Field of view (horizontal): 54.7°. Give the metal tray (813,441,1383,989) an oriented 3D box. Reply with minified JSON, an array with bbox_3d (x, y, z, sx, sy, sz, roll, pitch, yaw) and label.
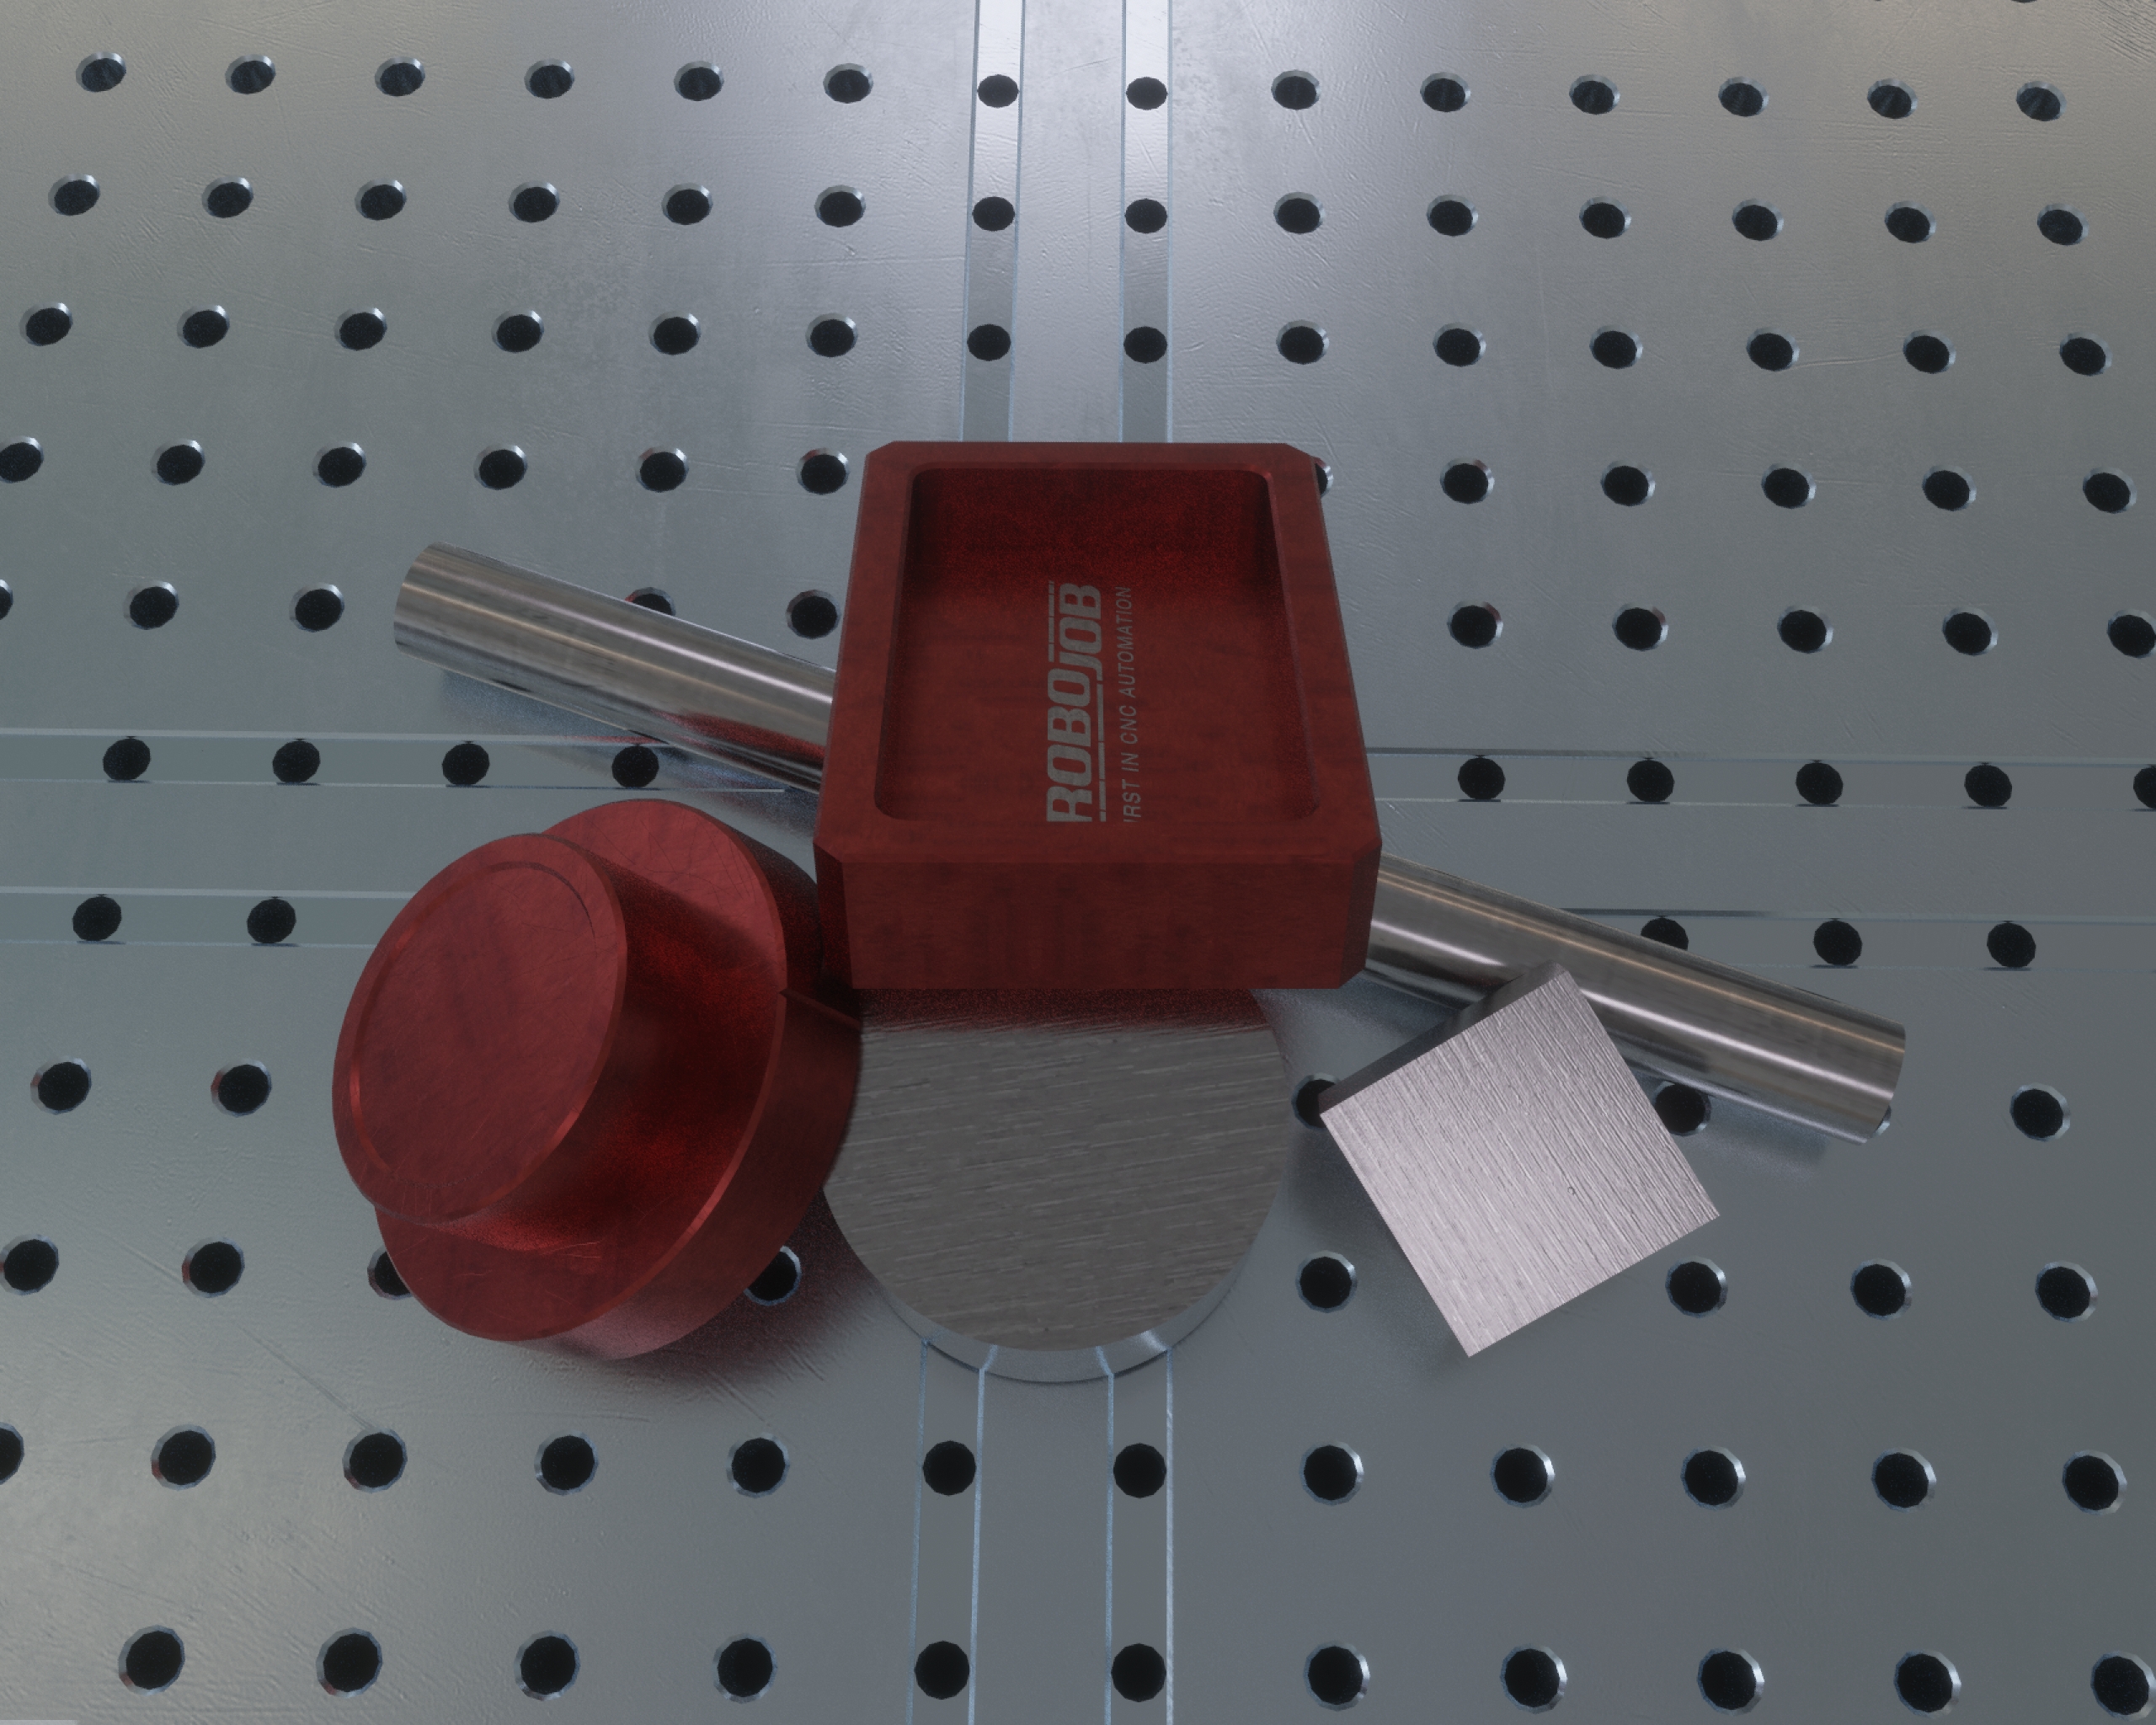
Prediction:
[{"bbox_3d":[0.003,-0.032,0.386,0.091,0.030,0.130,0,41,-1],"label":"metal tray"}]

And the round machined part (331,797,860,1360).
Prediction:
[{"bbox_3d":[-0.089,0.033,0.361,0.098,0.042,0.098,-15,61,29],"label":"round machined part"}]

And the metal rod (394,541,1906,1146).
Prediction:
[{"bbox_3d":[0.009,-0.006,0.410,0.301,0.025,0.025,19,71,6],"label":"metal rod"}]

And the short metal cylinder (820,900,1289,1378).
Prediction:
[{"bbox_3d":[-0.004,0.050,0.376,0.081,0.050,0.080,0,70,0],"label":"short metal cylinder"}]

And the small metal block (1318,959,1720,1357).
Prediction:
[{"bbox_3d":[0.078,0.052,0.377,0.050,0.025,0.050,-31,89,6],"label":"small metal block"}]
